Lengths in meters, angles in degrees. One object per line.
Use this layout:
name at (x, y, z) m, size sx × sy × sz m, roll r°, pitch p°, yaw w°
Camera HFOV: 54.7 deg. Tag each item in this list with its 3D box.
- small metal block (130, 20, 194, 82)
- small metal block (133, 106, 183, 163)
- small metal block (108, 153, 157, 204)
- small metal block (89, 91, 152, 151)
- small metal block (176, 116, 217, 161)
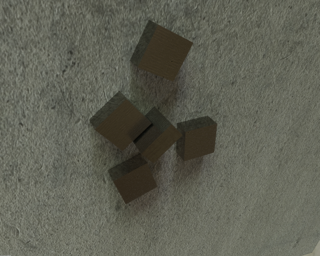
small metal block at (0.002, -0.087, 0.354) m, size 0.050 × 0.025 × 0.050 m, roll 16°, pitch 110°, yaw -35°
small metal block at (-0.008, 0.008, 0.391) m, size 0.050 × 0.050 × 0.025 m, roll -44°, pitch 129°, yaw 3°
small metal block at (-0.037, 0.070, 0.430) m, size 0.050 × 0.025 × 0.050 m, roll -28°, pitch 128°, yaw -11°
small metal block at (-0.047, -0.008, 0.376) m, size 0.050 × 0.025 × 0.050 m, roll -44°, pitch 129°, yaw 2°
small metal block at (0.052, 0.015, 0.444) m, size 0.050 × 0.025 × 0.050 m, roll -14°, pitch 124°, yaw -21°
